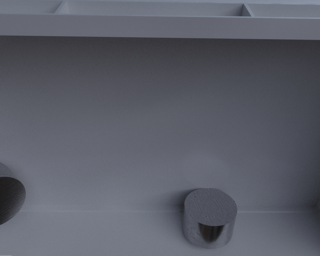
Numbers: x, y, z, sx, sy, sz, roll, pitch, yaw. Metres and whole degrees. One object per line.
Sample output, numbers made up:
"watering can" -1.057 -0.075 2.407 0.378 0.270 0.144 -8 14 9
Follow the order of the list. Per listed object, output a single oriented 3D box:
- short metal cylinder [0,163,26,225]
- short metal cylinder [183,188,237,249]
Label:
"short metal cylinder" -0.243 0.094 0.443 0.081 0.050 0.079 -26 129 -37
"short metal cylinder" 0.077 0.141 0.489 0.081 0.080 0.050 1 121 -1
